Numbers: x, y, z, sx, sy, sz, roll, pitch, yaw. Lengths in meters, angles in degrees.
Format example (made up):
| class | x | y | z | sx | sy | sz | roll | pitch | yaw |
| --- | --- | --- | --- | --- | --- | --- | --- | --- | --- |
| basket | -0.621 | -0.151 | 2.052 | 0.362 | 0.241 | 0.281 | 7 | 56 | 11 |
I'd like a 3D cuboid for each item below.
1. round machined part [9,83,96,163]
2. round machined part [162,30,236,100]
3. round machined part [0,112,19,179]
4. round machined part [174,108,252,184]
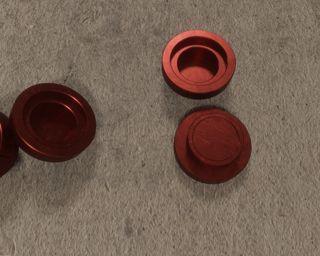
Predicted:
| class | x | y | z | sx | sy | sz | roll | pitch | yaw |
| --- | --- | --- | --- | --- | --- | --- | --- | --- | --- |
| round machined part | -0.133 | -0.003 | 0.383 | 0.099 | 0.042 | 0.098 | 18 | 56 | -29 |
| round machined part | 0.052 | -0.083 | 0.430 | 0.099 | 0.042 | 0.098 | 0 | 70 | -1 |
| round machined part | -0.213 | 0.025 | 0.376 | 0.098 | 0.042 | 0.098 | -5 | 75 | 19 |
| round machined part | 0.067 | 0.019 | 0.393 | 0.099 | 0.042 | 0.098 | 0 | 70 | -1 |
